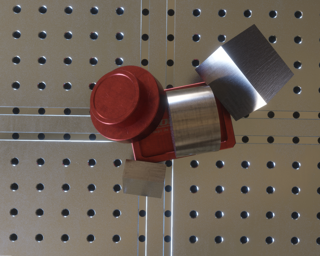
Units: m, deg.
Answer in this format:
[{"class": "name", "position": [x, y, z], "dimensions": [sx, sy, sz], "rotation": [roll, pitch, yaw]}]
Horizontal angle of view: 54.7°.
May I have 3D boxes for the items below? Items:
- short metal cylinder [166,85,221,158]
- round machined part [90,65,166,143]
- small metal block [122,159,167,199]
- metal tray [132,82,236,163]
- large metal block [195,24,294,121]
[{"class": "short metal cylinder", "position": [0.038, -0.008, 0.370], "dimensions": [0.050, 0.080, 0.080], "rotation": [-9, 90, -1]}, {"class": "round machined part", "position": [-0.046, -0.033, 0.382], "dimensions": [0.098, 0.042, 0.098], "rotation": [-6, 74, 22]}, {"class": "small metal block", "position": [-0.020, 0.066, 0.395], "dimensions": [0.050, 0.050, 0.025], "rotation": [8, 56, 0]}, {"class": "metal tray", "position": [0.025, -0.007, 0.409], "dimensions": [0.131, 0.030, 0.089], "rotation": [-11, 90, 0]}, {"class": "large metal block", "position": [0.104, -0.068, 0.378], "dimensions": [0.080, 0.050, 0.080], "rotation": [-39, 91, -37]}]
